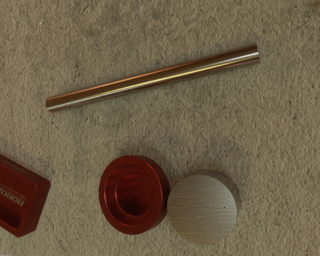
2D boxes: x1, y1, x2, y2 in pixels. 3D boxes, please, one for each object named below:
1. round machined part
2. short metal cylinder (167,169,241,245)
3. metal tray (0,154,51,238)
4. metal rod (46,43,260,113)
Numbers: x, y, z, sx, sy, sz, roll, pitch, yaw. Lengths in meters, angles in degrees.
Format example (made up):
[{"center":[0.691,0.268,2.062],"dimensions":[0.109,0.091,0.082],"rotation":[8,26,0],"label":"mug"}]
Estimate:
[{"center":[-0.029,0.084,0.402],"dimensions":[0.098,0.042,0.097],"rotation":[-2,85,31],"label":"round machined part"},{"center":[0.055,0.093,0.376],"dimensions":[0.080,0.050,0.079],"rotation":[0,90,19],"label":"short metal cylinder"},{"center":[-0.245,0.101,0.490],"dimensions":[0.130,0.030,0.089],"rotation":[23,97,18],"label":"metal tray"},{"center":[-0.023,-0.062,0.416],"dimensions":[0.301,0.025,0.025],"rotation":[-11,87,19],"label":"metal rod"}]
